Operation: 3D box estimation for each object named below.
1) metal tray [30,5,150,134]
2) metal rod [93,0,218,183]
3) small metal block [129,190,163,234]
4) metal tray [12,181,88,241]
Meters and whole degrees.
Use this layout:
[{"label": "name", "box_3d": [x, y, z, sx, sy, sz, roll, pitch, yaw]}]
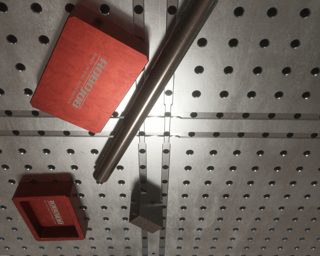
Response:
[{"label": "metal tray", "box_3d": [-0.082, -0.060, 0.356, 0.090, 0.030, 0.129, 25, 126, -21]}, {"label": "metal rod", "box_3d": [-0.022, -0.028, 0.387, 0.025, 0.025, 0.298, 21, 127, -18]}, {"label": "small metal block", "box_3d": [-0.022, 0.139, 0.513, 0.050, 0.050, 0.025, 36, 121, -27]}, {"label": "metal tray", "box_3d": [-0.182, 0.145, 0.529, 0.091, 0.030, 0.129, -3, 130, 1]}]
